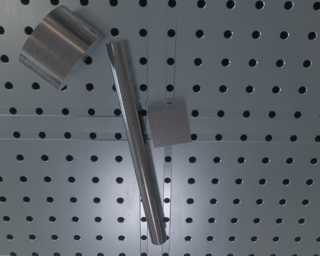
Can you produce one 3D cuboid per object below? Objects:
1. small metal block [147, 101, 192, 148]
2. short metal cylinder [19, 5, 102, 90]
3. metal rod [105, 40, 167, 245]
[{"bbox_3d":[0.013,-0.005,0.412,0.050,0.025,0.050,-10,110,3],"label":"small metal block"},{"bbox_3d":[-0.111,-0.089,0.350,0.050,0.080,0.080,38,106,-13],"label":"short metal cylinder"},{"bbox_3d":[-0.028,0.034,0.425,0.025,0.025,0.298,-10,110,3],"label":"metal rod"}]
